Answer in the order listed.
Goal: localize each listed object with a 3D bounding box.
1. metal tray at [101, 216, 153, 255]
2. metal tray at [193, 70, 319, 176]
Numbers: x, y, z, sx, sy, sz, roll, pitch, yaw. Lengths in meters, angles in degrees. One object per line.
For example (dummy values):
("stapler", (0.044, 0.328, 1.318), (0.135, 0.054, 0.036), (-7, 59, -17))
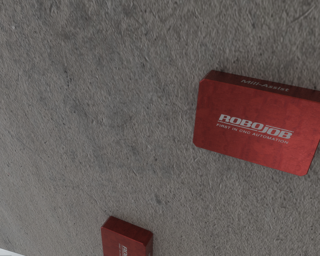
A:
("metal tray", (-0.061, 0.232, 0.580), (0.090, 0.030, 0.129), (15, 125, 19))
("metal tray", (0.106, -0.007, 0.344), (0.130, 0.030, 0.089), (15, 125, 19))
